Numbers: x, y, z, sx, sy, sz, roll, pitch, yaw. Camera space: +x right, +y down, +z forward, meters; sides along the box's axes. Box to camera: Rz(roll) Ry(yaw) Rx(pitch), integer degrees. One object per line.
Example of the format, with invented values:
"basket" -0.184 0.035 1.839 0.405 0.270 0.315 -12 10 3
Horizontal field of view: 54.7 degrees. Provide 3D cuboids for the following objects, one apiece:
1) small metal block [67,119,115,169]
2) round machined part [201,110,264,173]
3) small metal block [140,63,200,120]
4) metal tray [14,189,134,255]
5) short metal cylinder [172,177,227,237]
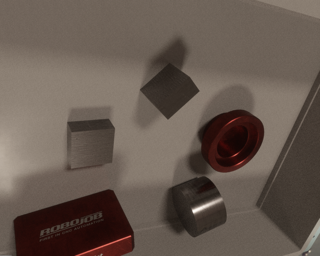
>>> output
"small metal block" -0.084 0.018 0.375 0.050 0.025 0.050 -6 121 -26
"round machined part" 0.104 0.016 0.466 0.099 0.042 0.097 -14 125 -21
"small metal block" 0.011 -0.045 0.372 0.050 0.050 0.025 -42 130 0
"metal tray" -0.108 0.133 0.390 0.131 0.090 0.030 -13 124 -21
"short metal cylinder" 0.060 0.122 0.483 0.050 0.080 0.079 -18 126 -18
